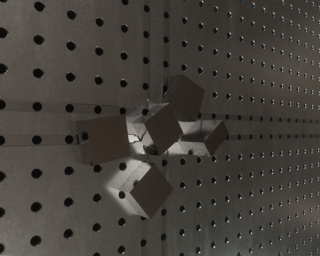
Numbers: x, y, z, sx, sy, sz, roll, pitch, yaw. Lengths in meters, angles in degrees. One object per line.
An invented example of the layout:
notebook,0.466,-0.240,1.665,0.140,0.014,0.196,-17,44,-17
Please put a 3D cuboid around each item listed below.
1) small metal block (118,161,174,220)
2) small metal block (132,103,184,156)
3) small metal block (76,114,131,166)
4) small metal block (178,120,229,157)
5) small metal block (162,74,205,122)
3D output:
small metal block,-0.017,0.079,0.397,0.050,0.025,0.050,-48,119,-29
small metal block,-0.002,0.001,0.410,0.050,0.025,0.050,-40,115,-33
small metal block,-0.065,0.012,0.357,0.050,0.025,0.050,-12,98,-40
small metal block,0.063,0.014,0.448,0.050,0.050,0.025,-45,118,-31
small metal block,0.033,-0.041,0.439,0.050,0.025,0.050,28,73,-37
